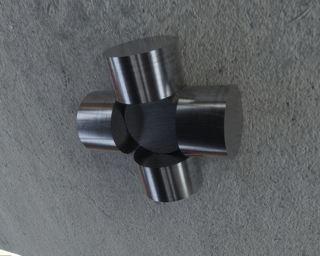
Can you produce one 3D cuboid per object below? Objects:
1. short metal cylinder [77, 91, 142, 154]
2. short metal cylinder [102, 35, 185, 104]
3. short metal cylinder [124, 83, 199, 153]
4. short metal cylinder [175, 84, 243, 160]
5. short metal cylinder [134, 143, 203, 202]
[{"bbox_3d":[-0.060,-0.008,0.398,0.050,0.080,0.079,2,119,27],"label":"short metal cylinder"},{"bbox_3d":[-0.017,-0.066,0.339,0.080,0.080,0.050,2,120,27],"label":"short metal cylinder"},{"bbox_3d":[0.004,-0.016,0.379,0.080,0.050,0.079,13,124,20],"label":"short metal cylinder"},{"bbox_3d":[0.056,-0.007,0.338,0.050,0.080,0.079,2,119,27],"label":"short metal cylinder"},{"bbox_3d":[0.012,0.049,0.395,0.080,0.080,0.050,1,118,27],"label":"short metal cylinder"}]
